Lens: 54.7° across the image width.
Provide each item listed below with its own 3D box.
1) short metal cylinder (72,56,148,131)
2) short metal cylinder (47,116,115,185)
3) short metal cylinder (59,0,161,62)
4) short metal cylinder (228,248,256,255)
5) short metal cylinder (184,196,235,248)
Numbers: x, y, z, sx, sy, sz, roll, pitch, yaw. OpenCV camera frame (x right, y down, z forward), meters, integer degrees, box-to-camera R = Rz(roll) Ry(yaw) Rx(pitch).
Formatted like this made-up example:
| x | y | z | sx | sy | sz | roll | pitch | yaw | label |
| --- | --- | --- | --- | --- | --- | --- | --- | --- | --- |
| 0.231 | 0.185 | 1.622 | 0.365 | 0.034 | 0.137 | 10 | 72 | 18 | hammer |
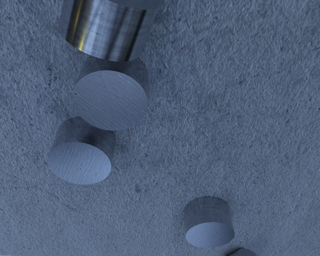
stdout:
| x | y | z | sx | sy | sz | roll | pitch | yaw | label |
| --- | --- | --- | --- | --- | --- | --- | --- | --- | --- |
| -0.054 | -0.043 | 0.353 | 0.081 | 0.050 | 0.079 | 0 | 130 | 0 | short metal cylinder |
| -0.103 | 0.031 | 0.416 | 0.081 | 0.050 | 0.079 | 0 | 130 | 0 | short metal cylinder |
| -0.046 | -0.104 | 0.282 | 0.081 | 0.080 | 0.050 | 17 | 128 | -14 | short metal cylinder |
| 0.165 | 0.290 | 0.620 | 0.080 | 0.080 | 0.050 | 29 | 124 | -23 | short metal cylinder |
| 0.082 | 0.161 | 0.529 | 0.081 | 0.050 | 0.079 | 0 | 130 | 0 | short metal cylinder |
